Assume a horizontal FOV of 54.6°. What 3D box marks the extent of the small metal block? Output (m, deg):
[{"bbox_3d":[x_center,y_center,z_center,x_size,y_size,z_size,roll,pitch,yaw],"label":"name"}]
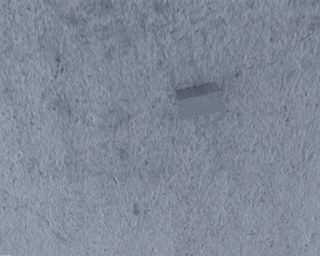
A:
[{"bbox_3d":[0.049,-0.035,0.384,0.050,0.050,0.025,-13,110,4],"label":"small metal block"}]
